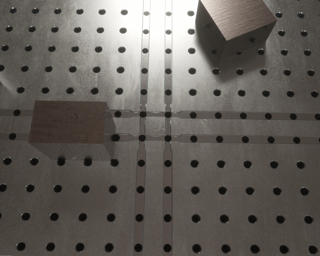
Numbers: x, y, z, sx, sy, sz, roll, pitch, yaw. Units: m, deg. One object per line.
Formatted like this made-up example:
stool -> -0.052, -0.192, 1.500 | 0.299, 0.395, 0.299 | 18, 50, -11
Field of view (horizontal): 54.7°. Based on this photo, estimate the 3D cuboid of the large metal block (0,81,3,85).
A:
large metal block -> -0.282, -0.078, 0.423 | 0.080, 0.050, 0.080 | -36, 74, -12

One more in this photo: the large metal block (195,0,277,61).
large metal block -> 0.109, -0.159, 0.458 | 0.080, 0.050, 0.080 | -24, 72, -9

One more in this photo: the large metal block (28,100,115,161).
large metal block -> -0.101, 0.006, 0.379 | 0.081, 0.080, 0.050 | 1, 70, 0
